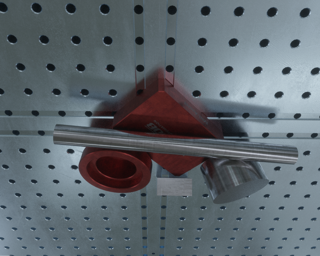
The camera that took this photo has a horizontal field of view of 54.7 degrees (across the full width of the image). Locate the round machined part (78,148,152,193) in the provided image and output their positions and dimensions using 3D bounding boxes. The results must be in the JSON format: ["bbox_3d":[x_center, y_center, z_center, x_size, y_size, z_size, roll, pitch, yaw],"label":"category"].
[{"bbox_3d":[-0.060,0.047,0.433,0.099,0.042,0.097,3,137,3],"label":"round machined part"}]

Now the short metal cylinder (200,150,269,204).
[{"bbox_3d":[0.103,0.067,0.434,0.081,0.050,0.080,-15,151,-8],"label":"short metal cylinder"}]

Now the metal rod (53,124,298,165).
[{"bbox_3d":[0.024,0.021,0.389,0.302,0.025,0.025,5,130,-5],"label":"metal rod"}]

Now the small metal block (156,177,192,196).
[{"bbox_3d":[0.020,0.087,0.469,0.050,0.025,0.050,2,173,-3],"label":"small metal block"}]

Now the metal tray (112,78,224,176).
[{"bbox_3d":[0.014,0.005,0.414,0.090,0.030,0.130,-36,122,26],"label":"metal tray"}]
